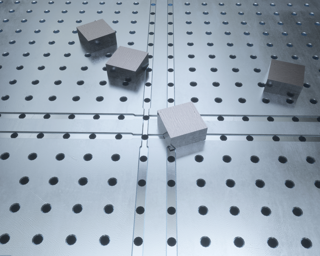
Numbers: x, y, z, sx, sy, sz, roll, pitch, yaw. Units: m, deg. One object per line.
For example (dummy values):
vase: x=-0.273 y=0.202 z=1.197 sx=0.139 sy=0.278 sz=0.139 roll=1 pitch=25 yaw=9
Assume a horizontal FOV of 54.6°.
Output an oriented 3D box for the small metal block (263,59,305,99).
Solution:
small metal block: x=0.189 y=-0.075 z=0.472 sx=0.050 sy=0.025 sz=0.050 roll=15 pitch=52 yaw=12

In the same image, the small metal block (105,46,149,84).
small metal block: x=-0.051 y=-0.101 z=0.493 sx=0.050 sy=0.025 sz=0.050 roll=16 pitch=52 yaw=13

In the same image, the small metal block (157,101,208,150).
small metal block: x=0.028 y=-0.004 z=0.411 sx=0.050 sy=0.025 sz=0.050 roll=-15 pitch=52 yaw=-13

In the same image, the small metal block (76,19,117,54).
small metal block: x=-0.111 y=-0.162 z=0.544 sx=0.050 sy=0.025 sz=0.050 roll=-26 pitch=55 yaw=-20
